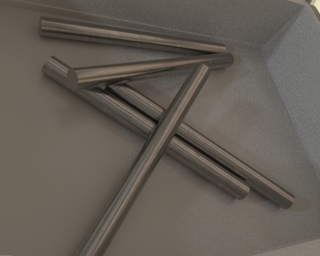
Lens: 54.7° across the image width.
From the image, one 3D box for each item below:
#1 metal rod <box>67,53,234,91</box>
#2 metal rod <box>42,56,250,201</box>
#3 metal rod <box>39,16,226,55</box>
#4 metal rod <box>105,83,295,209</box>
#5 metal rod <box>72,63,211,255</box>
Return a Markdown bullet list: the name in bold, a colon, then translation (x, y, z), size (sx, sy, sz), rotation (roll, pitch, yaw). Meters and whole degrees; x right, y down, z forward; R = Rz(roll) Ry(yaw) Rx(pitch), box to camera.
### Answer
- **metal rod**: translation (0.011, -0.087, 0.446), size (0.302, 0.025, 0.025), rotation (-17, 71, -41)
- **metal rod**: translation (-0.013, 0.004, 0.397), size (0.301, 0.025, 0.025), rotation (33, 51, -7)
- **metal rod**: translation (-0.023, -0.135, 0.476), size (0.303, 0.025, 0.025), rotation (-1, 62, -29)
- **metal rod**: translation (0.058, 0.023, 0.424), size (0.301, 0.025, 0.025), rotation (33, 51, -7)
- **metal rod**: translation (-0.009, 0.028, 0.358), size (0.025, 0.025, 0.301), rotation (36, 59, -5)
